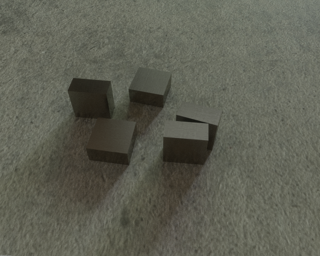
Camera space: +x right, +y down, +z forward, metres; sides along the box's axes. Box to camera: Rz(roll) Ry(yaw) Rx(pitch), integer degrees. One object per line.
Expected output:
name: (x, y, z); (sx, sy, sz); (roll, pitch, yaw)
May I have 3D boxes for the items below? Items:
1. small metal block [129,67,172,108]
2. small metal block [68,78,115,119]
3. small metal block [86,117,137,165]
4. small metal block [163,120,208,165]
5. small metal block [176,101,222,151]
small metal block: (-0.013, -0.060, 0.454); (0.050, 0.025, 0.050); (11, 51, 9)
small metal block: (-0.091, -0.038, 0.418); (0.050, 0.050, 0.025); (5, 50, 4)
small metal block: (-0.059, 0.016, 0.389); (0.050, 0.025, 0.050); (7, 50, 5)
small metal block: (0.030, 0.018, 0.372); (0.050, 0.050, 0.025); (5, 50, 3)
small metal block: (0.047, -0.002, 0.390); (0.050, 0.050, 0.025); (15, 52, 12)
